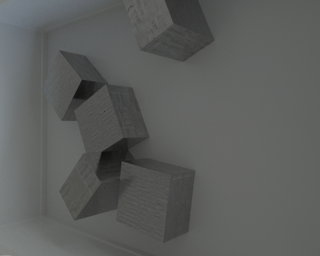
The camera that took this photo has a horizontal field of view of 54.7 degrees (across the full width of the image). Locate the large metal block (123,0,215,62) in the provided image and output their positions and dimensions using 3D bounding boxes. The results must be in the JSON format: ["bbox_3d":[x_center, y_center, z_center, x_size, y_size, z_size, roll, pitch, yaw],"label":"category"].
[{"bbox_3d":[0.009,-0.131,0.363,0.050,0.081,0.080,-29,72,36],"label":"large metal block"}]

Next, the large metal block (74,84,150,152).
[{"bbox_3d":[-0.072,-0.007,0.450,0.080,0.050,0.080,-31,71,35],"label":"large metal block"}]

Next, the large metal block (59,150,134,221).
[{"bbox_3d":[-0.081,0.078,0.438,0.050,0.081,0.080,52,120,27],"label":"large metal block"}]

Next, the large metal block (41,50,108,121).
[{"bbox_3d":[-0.141,-0.067,0.508,0.080,0.050,0.080,49,119,29],"label":"large metal block"}]

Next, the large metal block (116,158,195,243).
[{"bbox_3d":[-0.007,0.087,0.396,0.080,0.050,0.079,10,96,39],"label":"large metal block"}]
